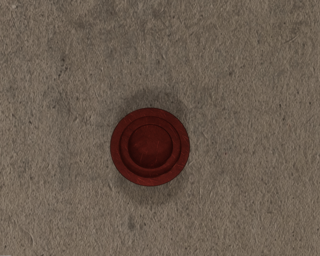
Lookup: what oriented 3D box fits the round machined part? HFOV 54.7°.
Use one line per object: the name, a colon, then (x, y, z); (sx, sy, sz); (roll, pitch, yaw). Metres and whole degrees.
round machined part: (-0.012, 0.023, 0.401); (0.099, 0.042, 0.097); (0, 90, -1)
